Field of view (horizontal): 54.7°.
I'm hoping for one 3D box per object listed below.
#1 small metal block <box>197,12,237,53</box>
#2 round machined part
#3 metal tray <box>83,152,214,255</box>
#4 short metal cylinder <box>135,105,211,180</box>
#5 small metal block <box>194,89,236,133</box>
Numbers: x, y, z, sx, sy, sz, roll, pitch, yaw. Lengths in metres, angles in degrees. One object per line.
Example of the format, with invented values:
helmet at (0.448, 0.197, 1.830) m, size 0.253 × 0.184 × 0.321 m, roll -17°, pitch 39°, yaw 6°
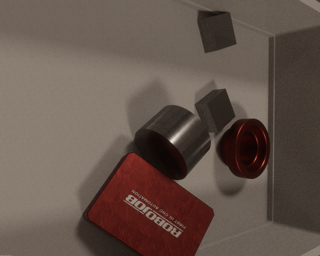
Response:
small metal block at (0.090, -0.149, 0.484) m, size 0.050 × 0.025 × 0.050 m, roll -26°, pitch 107°, yaw -36°
round machined part at (0.138, 0.033, 0.514) m, size 0.099 × 0.042 × 0.097 m, roll 0°, pitch 90°, yaw -40°
metal tray at (-0.010, 0.101, 0.364) m, size 0.130 × 0.030 × 0.090 m, roll 37°, pitch 64°, yaw -8°
short metal cylinder at (0.016, 0.018, 0.386) m, size 0.050 × 0.080 × 0.080 m, roll -44°, pitch 117°, yaw -31°
small metal block at (0.087, -0.027, 0.482) m, size 0.050 × 0.025 × 0.050 m, roll -38°, pitch 114°, yaw -34°
